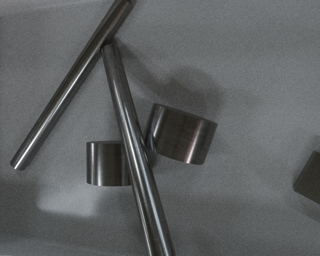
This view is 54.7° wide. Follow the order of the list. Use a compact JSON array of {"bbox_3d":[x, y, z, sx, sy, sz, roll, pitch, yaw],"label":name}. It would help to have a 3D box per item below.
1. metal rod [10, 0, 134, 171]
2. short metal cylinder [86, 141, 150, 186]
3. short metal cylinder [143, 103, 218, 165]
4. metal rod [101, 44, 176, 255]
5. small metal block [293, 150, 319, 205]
[{"bbox_3d":[-0.135,-0.058,0.456,0.025,0.025,0.299,40,102,15],"label":"metal rod"},{"bbox_3d":[-0.053,0.043,0.399,0.080,0.080,0.050,0,90,19],"label":"short metal cylinder"},{"bbox_3d":[0.023,0.006,0.373,0.080,0.080,0.050,20,97,18],"label":"short metal cylinder"},{"bbox_3d":[-0.032,0.010,0.353,0.025,0.025,0.299,-30,55,17],"label":"metal rod"},{"bbox_3d":[0.185,0.059,0.345,0.050,0.025,0.050,29,99,17],"label":"small metal block"}]
